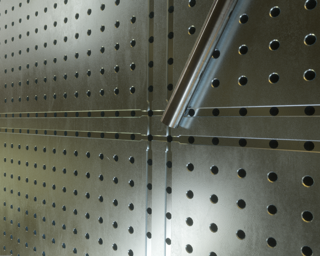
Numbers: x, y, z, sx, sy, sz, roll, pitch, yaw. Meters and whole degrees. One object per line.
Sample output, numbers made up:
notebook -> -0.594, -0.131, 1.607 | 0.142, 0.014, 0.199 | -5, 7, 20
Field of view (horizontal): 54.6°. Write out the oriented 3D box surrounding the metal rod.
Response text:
metal rod -> 0.071, -0.134, 0.351 | 0.025, 0.025, 0.298 | 38, 113, 33
